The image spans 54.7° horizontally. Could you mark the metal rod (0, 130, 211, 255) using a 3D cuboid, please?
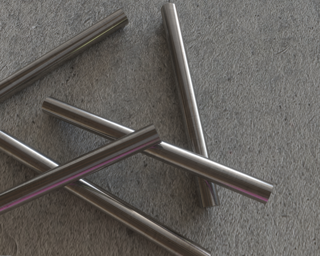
[{"bbox_3d":[-0.079,0.083,0.377,0.301,0.025,0.025,28,73,9],"label":"metal rod"}]

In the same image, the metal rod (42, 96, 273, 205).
[{"bbox_3d":[-0.015,0.021,0.381,0.301,0.025,0.025,21,71,14],"label":"metal rod"}]

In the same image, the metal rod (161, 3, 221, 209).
[{"bbox_3d":[0.037,-0.044,0.424,0.025,0.025,0.299,-9,70,-3],"label":"metal rod"}]

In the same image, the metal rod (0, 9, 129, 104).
[{"bbox_3d":[-0.174,-0.082,0.436,0.301,0.025,0.025,-36,74,-13],"label":"metal rod"}]

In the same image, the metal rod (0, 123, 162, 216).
[{"bbox_3d":[-0.140,0.067,0.358,0.301,0.025,0.025,-24,72,0],"label":"metal rod"}]
